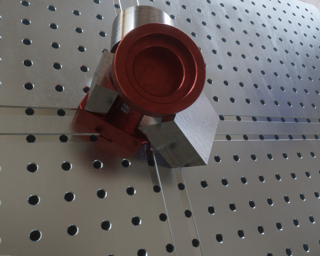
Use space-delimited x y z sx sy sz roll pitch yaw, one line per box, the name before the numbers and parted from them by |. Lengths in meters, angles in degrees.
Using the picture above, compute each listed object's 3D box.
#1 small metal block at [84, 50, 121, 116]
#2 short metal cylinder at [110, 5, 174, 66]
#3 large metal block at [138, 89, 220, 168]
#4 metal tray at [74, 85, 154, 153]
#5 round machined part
small metal block | -0.062 -0.050 0.350 0.025 0.050 0.050 18 55 -19
short metal cylinder | -0.021 -0.103 0.387 0.081 0.080 0.050 13 57 -22
large metal block | 0.028 -0.007 0.390 0.080 0.050 0.080 52 44 -32
metal tray | -0.041 -0.042 0.410 0.090 0.030 0.130 30 52 -9
round machined part | -0.004 -0.059 0.337 0.099 0.042 0.097 3 81 -17
